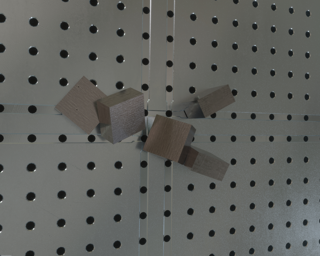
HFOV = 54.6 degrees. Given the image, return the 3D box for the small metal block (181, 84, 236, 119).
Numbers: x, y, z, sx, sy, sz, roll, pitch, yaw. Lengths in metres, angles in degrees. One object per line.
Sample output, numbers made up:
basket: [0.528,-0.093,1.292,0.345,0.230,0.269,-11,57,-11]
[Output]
small metal block: [0.065,-0.035,0.423,0.050,0.050,0.025,-28,100,-18]

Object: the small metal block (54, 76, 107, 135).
small metal block: [-0.092,-0.027,0.379,0.050,0.025,0.050,42,77,-15]

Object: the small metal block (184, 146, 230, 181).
small metal block: [0.056,0.044,0.415,0.050,0.050,0.025,22,94,-24]

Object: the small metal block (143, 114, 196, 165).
small metal block: [0.013,0.015,0.403,0.050,0.025,0.050,18,82,23]

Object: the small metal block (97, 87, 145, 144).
small metal block: [-0.046,-0.016,0.377,0.050,0.025,0.050,-27,131,-36]
